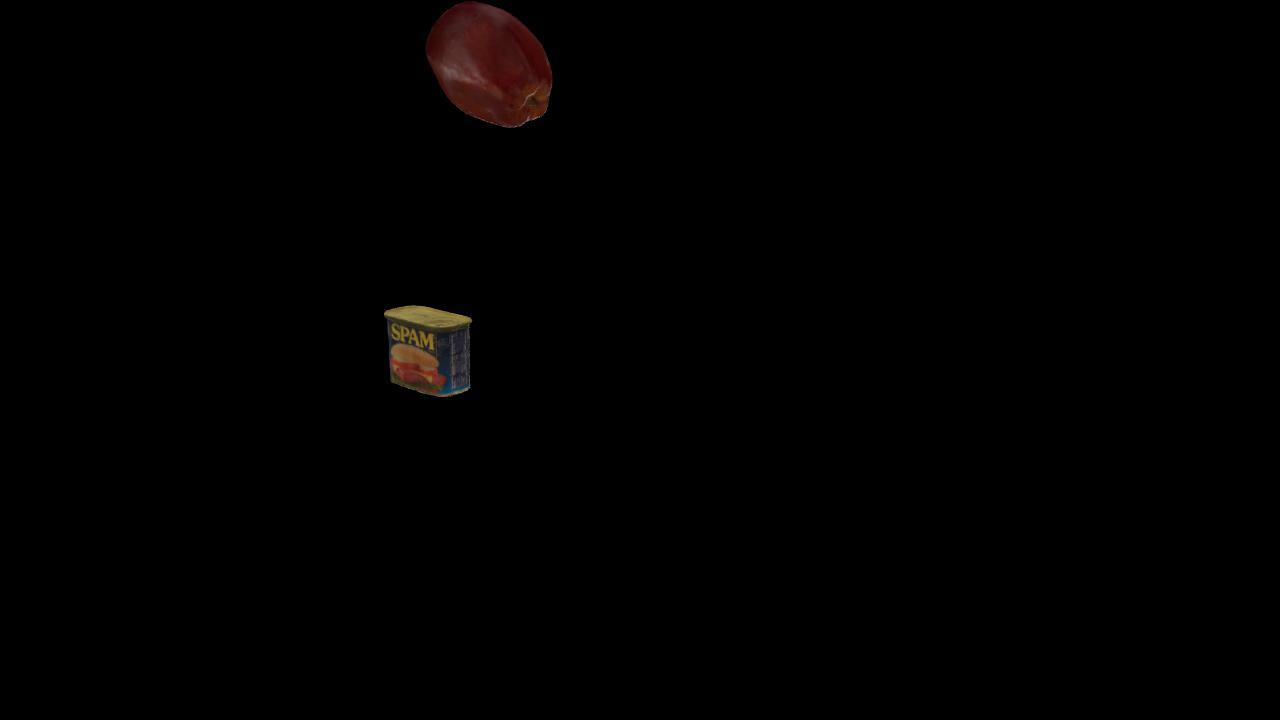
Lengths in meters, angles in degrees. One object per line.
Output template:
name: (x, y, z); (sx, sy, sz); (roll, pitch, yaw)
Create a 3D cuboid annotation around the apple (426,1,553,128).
apple: (-0.108, -0.216, 0.452); (0.093, 0.079, 0.079); (40, 12, 15)

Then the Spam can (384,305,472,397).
Spam can: (-0.245, -0.011, 0.714); (0.101, 0.085, 0.058); (14, 21, 27)
